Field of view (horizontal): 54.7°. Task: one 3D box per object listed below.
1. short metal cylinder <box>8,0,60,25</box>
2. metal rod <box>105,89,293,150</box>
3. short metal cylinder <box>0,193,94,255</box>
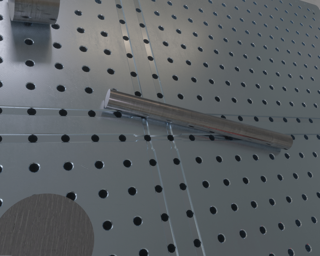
[{"bbox_3d":[-0.162,-0.175,0.393,0.050,0.080,0.080,-5,64,-30],"label":"short metal cylinder"},{"bbox_3d":[0.070,-0.007,0.450,0.302,0.025,0.025,13,57,-21],"label":"metal rod"},{"bbox_3d":[-0.104,0.104,0.273,0.081,0.050,0.080,14,56,-21],"label":"short metal cylinder"}]
